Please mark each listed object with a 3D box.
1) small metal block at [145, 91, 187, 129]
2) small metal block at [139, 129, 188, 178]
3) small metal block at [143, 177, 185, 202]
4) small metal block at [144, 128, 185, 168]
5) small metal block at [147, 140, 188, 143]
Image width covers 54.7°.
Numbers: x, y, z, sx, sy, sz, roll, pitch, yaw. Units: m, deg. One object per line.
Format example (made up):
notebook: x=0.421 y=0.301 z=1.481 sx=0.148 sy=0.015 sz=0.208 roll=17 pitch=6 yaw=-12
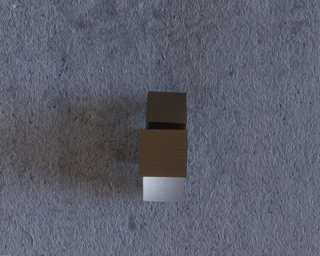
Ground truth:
small metal block: x=0.008 y=-0.020 z=0.399 sx=0.050 sy=0.025 sz=0.050 roll=3 pitch=54 yaw=0
small metal block: x=0.003 y=0.027 z=0.336 sx=0.050 sy=0.025 sz=0.050 roll=1 pitch=90 yaw=-1
small metal block: x=0.004 y=0.069 z=0.399 sx=0.050 sy=0.025 sz=0.050 roll=2 pitch=131 yaw=-1
small metal block: x=0.006 y=0.026 z=0.412 sx=0.050 sy=0.025 sz=0.050 roll=2 pitch=90 yaw=-1
small metal block: x=0.006 y=0.027 z=0.373 sx=0.050 sy=0.050 sz=0.025 roll=2 pitch=90 yaw=-1
